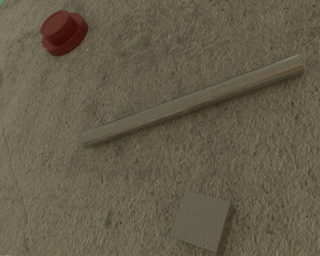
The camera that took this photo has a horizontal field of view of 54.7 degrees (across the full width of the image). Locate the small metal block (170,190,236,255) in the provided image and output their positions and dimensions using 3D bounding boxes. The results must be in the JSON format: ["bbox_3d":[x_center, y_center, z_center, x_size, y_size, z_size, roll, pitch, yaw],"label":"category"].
[{"bbox_3d":[0.045,0.097,0.320,0.050,0.025,0.050,9,66,31],"label":"small metal block"}]

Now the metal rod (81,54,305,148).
[{"bbox_3d":[0.029,-0.029,0.406,0.301,0.025,0.025,-19,55,17],"label":"metal rod"}]

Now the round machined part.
[{"bbox_3d":[-0.196,-0.194,0.615,0.098,0.042,0.098,-13,56,21],"label":"round machined part"}]
